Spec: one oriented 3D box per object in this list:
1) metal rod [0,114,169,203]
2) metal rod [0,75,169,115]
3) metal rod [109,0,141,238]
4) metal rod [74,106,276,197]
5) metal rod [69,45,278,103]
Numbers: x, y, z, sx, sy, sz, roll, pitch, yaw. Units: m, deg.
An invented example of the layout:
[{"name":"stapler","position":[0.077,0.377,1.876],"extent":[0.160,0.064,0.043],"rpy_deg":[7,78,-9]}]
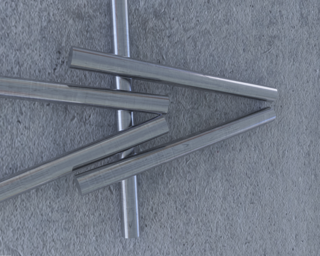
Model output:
[{"name":"metal rod","position":[-0.130,0.051,0.348],"extent":[0.302,0.025,0.025],"rpy_deg":[-22,98,-14]},{"name":"metal rod","position":[-0.138,-0.042,0.344],"extent":[0.302,0.025,0.025],"rpy_deg":[5,88,-15]},{"name":"metal rod","position":[-0.045,-0.012,0.394],"extent":[0.025,0.025,0.298],"rpy_deg":[-3,91,-20]},{"name":"metal rod","position":[0.038,0.022,0.409],"extent":[0.302,0.025,0.025],"rpy_deg":[-18,97,-26]},{"name":"metal rod","position":[0.036,-0.065,0.407],"extent":[0.302,0.025,0.025],"rpy_deg":[6,88,-27]}]
